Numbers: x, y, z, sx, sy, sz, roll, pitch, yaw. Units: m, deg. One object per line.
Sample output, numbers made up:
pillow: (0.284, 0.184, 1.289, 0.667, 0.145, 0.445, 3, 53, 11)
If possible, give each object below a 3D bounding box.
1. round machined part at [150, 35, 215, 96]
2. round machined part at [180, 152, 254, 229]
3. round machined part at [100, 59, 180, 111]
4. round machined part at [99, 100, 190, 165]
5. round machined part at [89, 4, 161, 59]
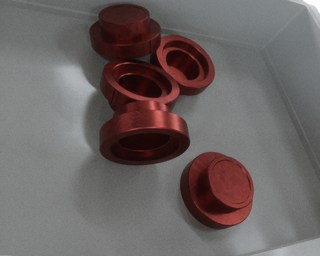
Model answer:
round machined part: (0.030, -0.089, 0.467, 0.099, 0.042, 0.098, 14, 56, -21)
round machined part: (0.079, 0.074, 0.394, 0.099, 0.042, 0.098, 14, 56, -21)
round machined part: (-0.028, -0.045, 0.395, 0.099, 0.042, 0.098, 14, 37, -11)
round machined part: (-0.018, 0.004, 0.348, 0.099, 0.097, 0.042, 7, 59, -25)
round machined part: (-0.048, -0.138, 0.428, 0.099, 0.042, 0.098, 0, 42, 0)
